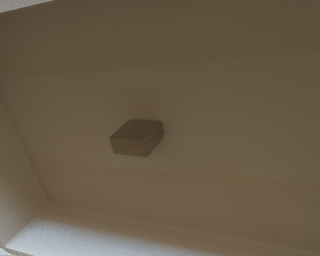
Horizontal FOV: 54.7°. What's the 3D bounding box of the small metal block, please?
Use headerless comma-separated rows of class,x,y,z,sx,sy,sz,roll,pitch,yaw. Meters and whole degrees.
small metal block,-0.030,0.013,0.410,0.050,0.050,0.025,3,120,26
